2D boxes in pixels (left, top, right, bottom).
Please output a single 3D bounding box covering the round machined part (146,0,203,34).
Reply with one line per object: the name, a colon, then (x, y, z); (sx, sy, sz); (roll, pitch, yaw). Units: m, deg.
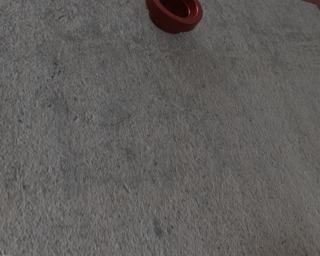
round machined part: (0.020, -0.200, 0.528); (0.099, 0.042, 0.098); (14, 56, -21)
